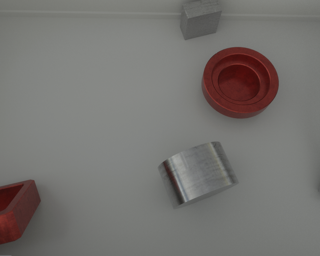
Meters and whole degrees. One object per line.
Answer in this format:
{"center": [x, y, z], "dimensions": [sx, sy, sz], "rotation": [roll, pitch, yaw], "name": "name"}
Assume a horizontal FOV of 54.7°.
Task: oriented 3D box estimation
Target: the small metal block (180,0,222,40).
{"center": [0.059, -0.160, 0.456], "dimensions": [0.050, 0.050, 0.025], "rotation": [-15, 71, -6], "name": "small metal block"}

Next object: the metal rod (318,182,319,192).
{"center": [0.240, -0.064, 0.374], "dimensions": [0.025, 0.025, 0.298], "rotation": [12, 94, 4], "name": "metal rod"}

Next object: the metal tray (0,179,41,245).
{"center": [-0.208, 0.100, 0.335], "dimensions": [0.131, 0.090, 0.030], "rotation": [-13, 103, -5], "name": "metal tray"}

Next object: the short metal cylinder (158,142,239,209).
{"center": [0.044, 0.056, 0.361], "dimensions": [0.081, 0.080, 0.050], "rotation": [-19, 72, -7], "name": "short metal cylinder"}

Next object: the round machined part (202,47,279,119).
{"center": [0.106, -0.058, 0.423], "dimensions": [0.099, 0.042, 0.098], "rotation": [0, 70, -1], "name": "round machined part"}
